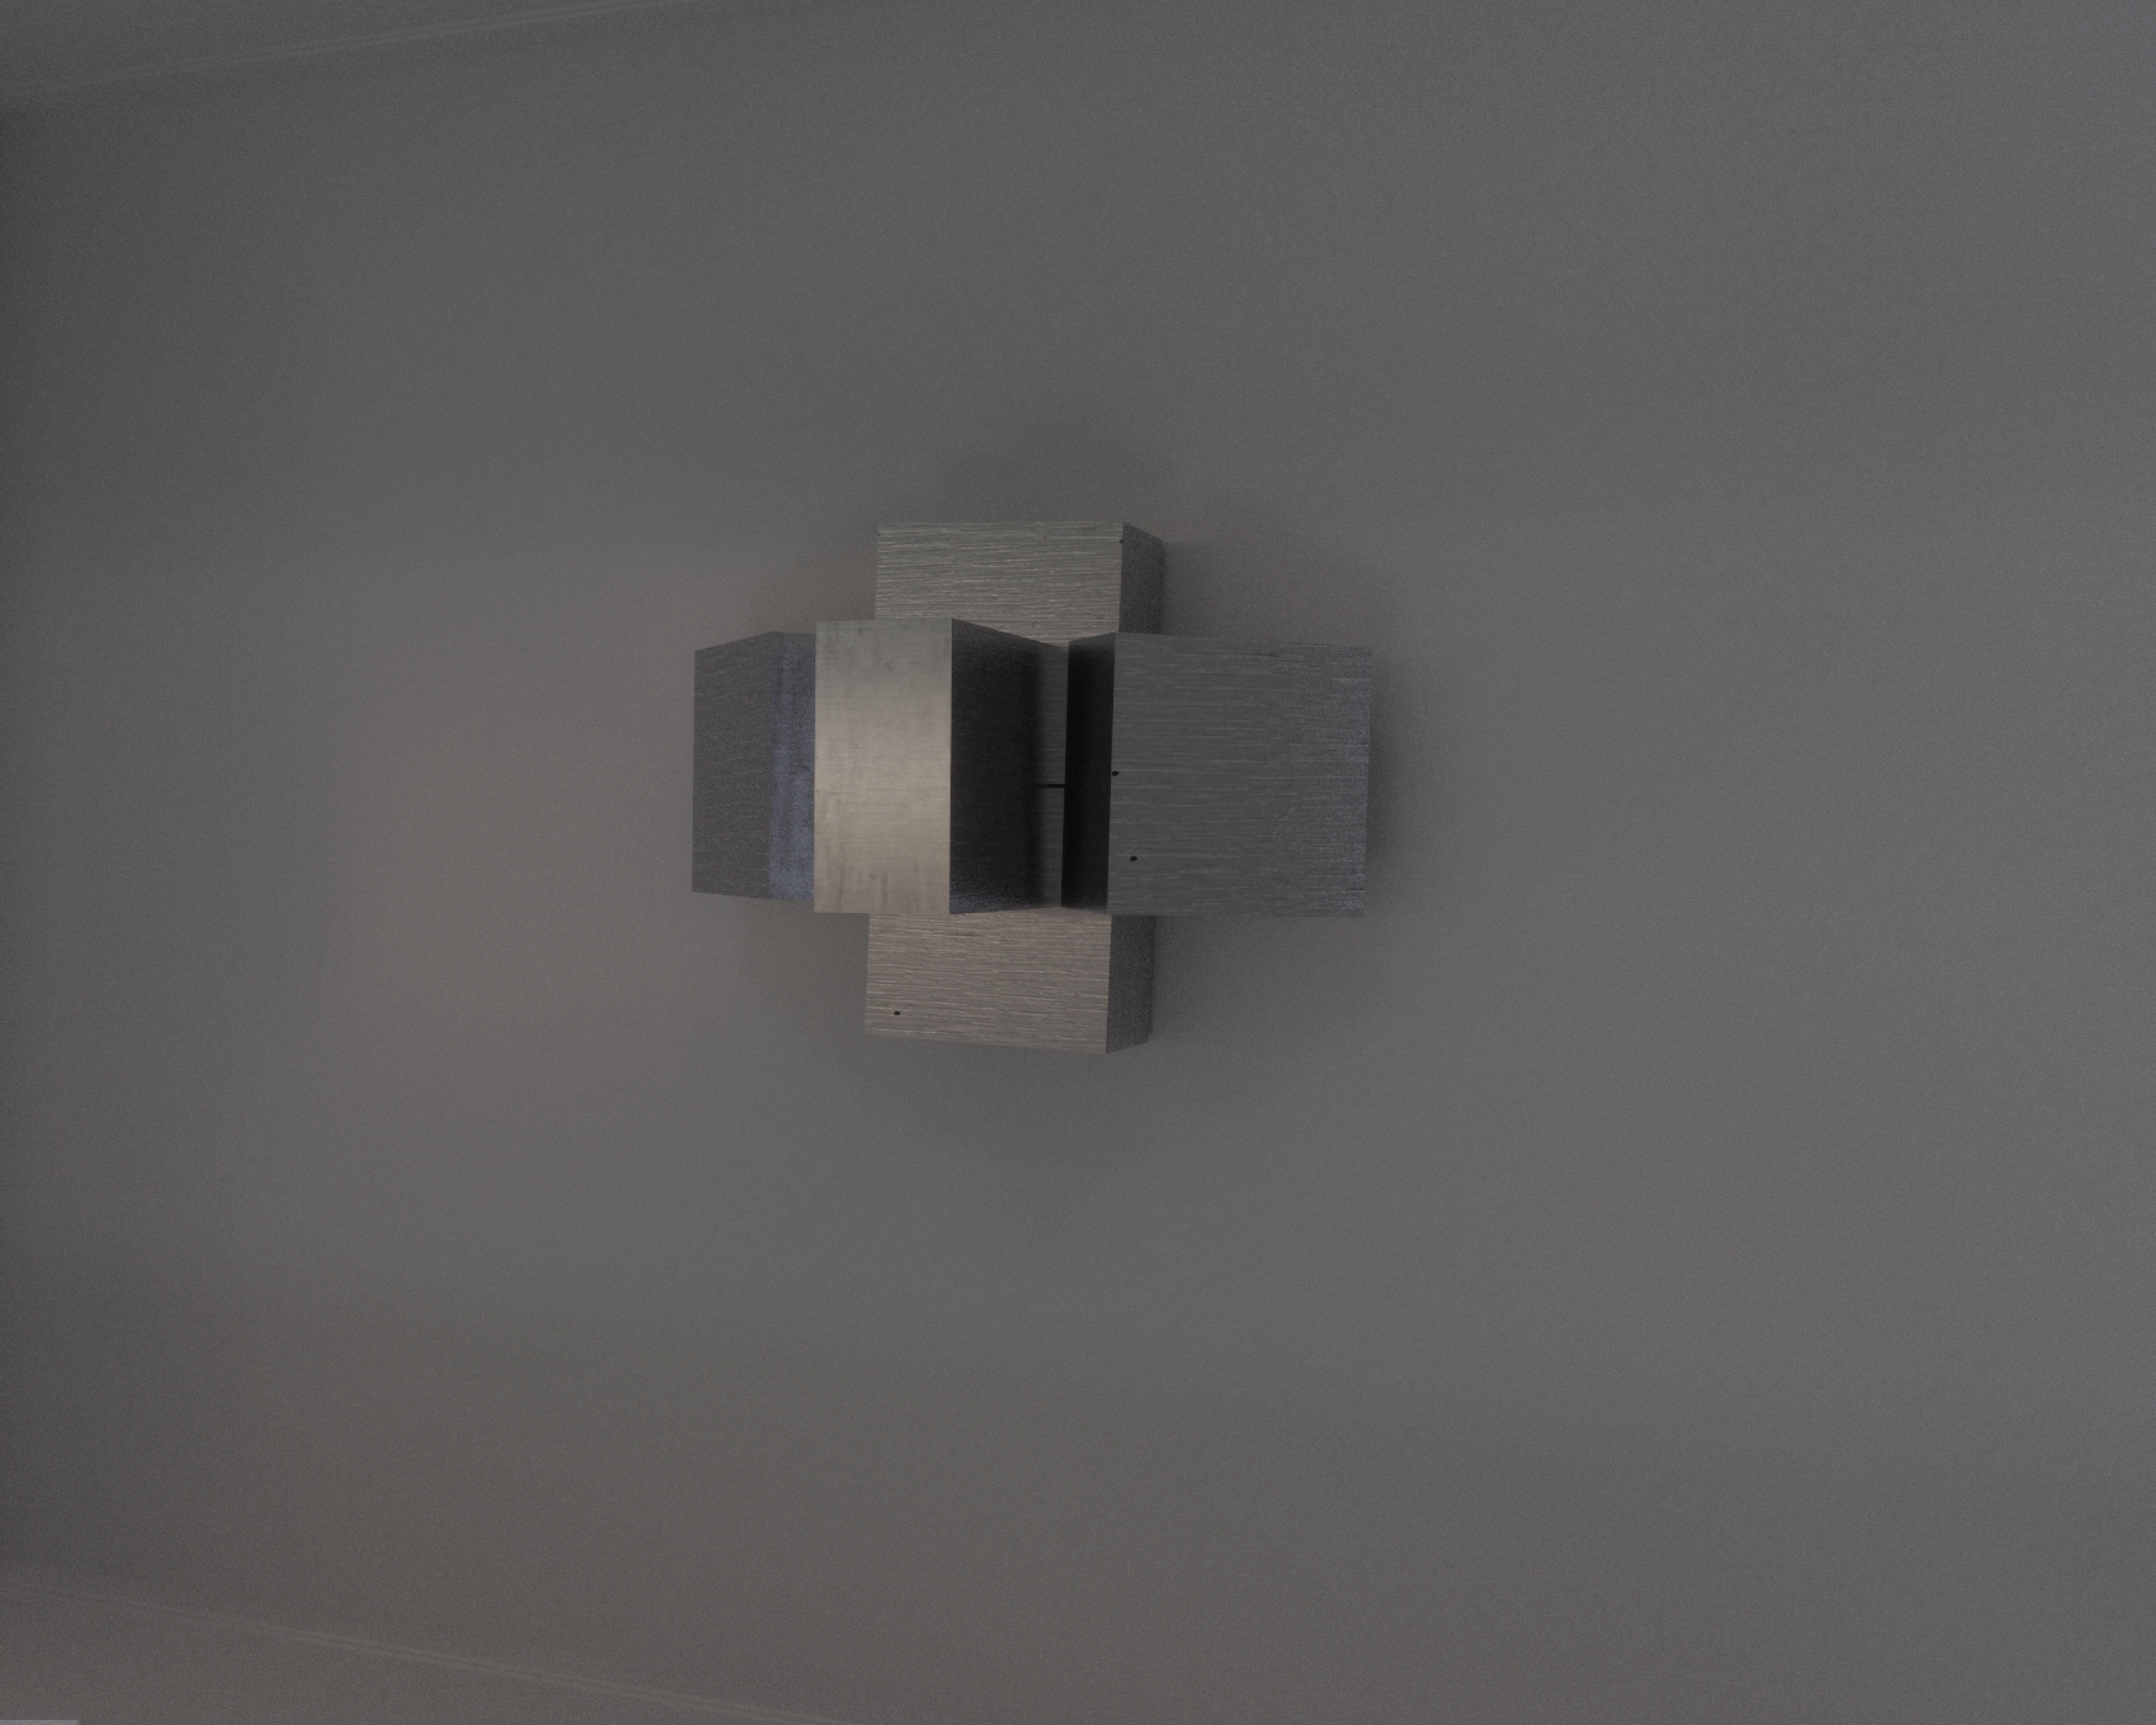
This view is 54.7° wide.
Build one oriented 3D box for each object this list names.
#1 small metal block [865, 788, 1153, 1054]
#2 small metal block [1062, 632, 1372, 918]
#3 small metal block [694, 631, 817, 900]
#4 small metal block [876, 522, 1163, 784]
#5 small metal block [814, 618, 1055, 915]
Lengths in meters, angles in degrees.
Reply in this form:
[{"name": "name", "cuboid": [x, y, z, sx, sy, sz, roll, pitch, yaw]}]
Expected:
[{"name": "small metal block", "cuboid": [-0.013, 0.010, 0.413, 0.050, 0.025, 0.050, 3, 91, 20]}, {"name": "small metal block", "cuboid": [0.025, -0.016, 0.387, 0.050, 0.025, 0.050, 1, 91, -20]}, {"name": "small metal block", "cuboid": [-0.057, -0.018, 0.414, 0.050, 0.025, 0.050, 2, 91, 63]}, {"name": "small metal block", "cuboid": [-0.012, -0.040, 0.412, 0.050, 0.025, 0.050, 3, 91, 19]}, {"name": "small metal block", "cuboid": [-0.025, -0.016, 0.377, 0.025, 0.050, 0.050, 1, 90, 19]}]
